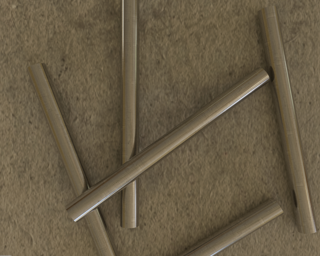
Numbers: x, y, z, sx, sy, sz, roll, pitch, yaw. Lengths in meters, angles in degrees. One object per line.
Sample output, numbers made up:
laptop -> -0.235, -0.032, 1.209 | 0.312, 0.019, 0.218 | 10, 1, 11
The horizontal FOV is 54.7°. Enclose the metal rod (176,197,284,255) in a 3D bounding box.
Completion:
metal rod -> 0.028, 0.181, 0.410 | 0.301, 0.025, 0.025 | -31, 90, -1

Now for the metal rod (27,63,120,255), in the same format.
metal rod -> -0.109, 0.059, 0.408 | 0.025, 0.025, 0.299 | -21, 90, 0

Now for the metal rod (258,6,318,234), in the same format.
metal rod -> 0.170, -0.011, 0.412 | 0.025, 0.025, 0.298 | -10, 90, 0

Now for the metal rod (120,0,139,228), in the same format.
metal rod -> -0.040, -0.021, 0.409 | 0.025, 0.025, 0.298 | 0, 90, -1

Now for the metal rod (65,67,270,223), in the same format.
metal rod -> 0.015, 0.016, 0.392 | 0.301, 0.025, 0.025 | -36, 90, -8
